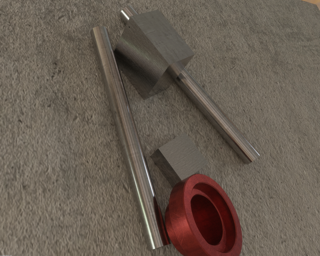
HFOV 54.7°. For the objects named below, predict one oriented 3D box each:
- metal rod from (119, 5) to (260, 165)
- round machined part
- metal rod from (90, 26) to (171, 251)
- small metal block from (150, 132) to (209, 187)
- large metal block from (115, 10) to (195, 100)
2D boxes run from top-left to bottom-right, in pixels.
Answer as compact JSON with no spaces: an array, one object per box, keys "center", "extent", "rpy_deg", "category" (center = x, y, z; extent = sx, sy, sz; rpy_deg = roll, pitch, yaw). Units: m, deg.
[{"center":[0.041,-0.069,0.469],"extent":[0.025,0.025,0.300],"rpy_deg":[-34,81,-38],"category":"metal rod"},{"center":[0.044,0.104,0.341],"extent":[0.098,0.042,0.098],"rpy_deg":[33,38,-31],"category":"round machined part"},{"center":[-0.043,-0.005,0.384],"extent":[0.025,0.025,0.299],"rpy_deg":[-4,64,-31],"category":"metal rod"},{"center":[0.025,0.041,0.394],"extent":[0.050,0.025,0.050],"rpy_deg":[-29,78,-38],"category":"small metal block"},{"center":[-0.012,-0.099,0.424],"extent":[0.050,0.080,0.080],"rpy_deg":[-31,79,-38],"category":"large metal block"}]
